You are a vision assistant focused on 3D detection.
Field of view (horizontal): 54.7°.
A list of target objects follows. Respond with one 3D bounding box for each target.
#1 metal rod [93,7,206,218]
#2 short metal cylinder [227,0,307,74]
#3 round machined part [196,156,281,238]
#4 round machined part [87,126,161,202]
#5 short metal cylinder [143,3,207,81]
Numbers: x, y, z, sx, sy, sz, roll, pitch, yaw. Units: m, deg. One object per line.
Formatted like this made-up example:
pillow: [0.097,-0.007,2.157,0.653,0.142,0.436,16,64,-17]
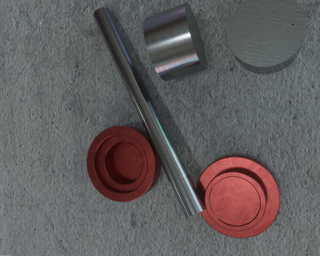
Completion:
metal rod: [-0.020,-0.031,0.397,0.025,0.025,0.299,-30,74,17]
short metal cylinder: [0.121,-0.105,0.353,0.080,0.050,0.079,0,90,19]
round machined part: [0.091,0.083,0.368,0.098,0.042,0.097,0,90,19]
round machined part: [-0.044,0.046,0.414,0.098,0.042,0.097,0,90,19]
short metal cylinder: [0.020,-0.102,0.372,0.050,0.080,0.080,-14,86,19]
